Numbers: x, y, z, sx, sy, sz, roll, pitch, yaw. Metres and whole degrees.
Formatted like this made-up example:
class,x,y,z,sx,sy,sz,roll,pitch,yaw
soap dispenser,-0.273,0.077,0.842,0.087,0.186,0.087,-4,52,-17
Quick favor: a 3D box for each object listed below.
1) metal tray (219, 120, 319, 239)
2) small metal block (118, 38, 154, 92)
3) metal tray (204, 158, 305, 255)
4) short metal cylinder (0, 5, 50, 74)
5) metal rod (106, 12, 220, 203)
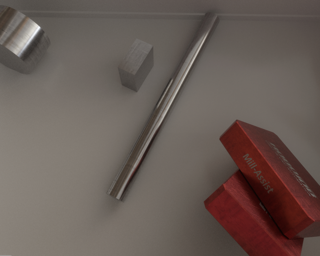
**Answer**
class,x,y,z,sx,sy,sz,roll,pitch,yaw
metal tray,0.131,0.053,0.338,0.030,0.091,0.130,-51,46,26
small metal block,-0.032,-0.085,0.427,0.025,0.050,0.050,26,72,9
metal tray,0.109,0.083,0.331,0.090,0.131,0.030,47,117,15
short metal cylinder,-0.199,-0.118,0.421,0.080,0.080,0.050,23,72,8
metal rod,0.012,-0.040,0.424,0.025,0.025,0.300,25,72,8
